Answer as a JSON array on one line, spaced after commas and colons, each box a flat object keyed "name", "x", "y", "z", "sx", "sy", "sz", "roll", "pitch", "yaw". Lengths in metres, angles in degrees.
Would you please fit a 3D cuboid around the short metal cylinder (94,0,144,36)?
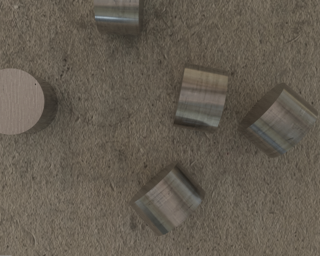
[{"name": "short metal cylinder", "x": -0.047, "y": -0.156, "z": 0.382, "sx": 0.050, "sy": 0.080, "sz": 0.080, "roll": 4, "pitch": 90, "yaw": 0}]

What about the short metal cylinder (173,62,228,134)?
[{"name": "short metal cylinder", "x": 0.048, "y": -0.037, "z": 0.383, "sx": 0.050, "sy": 0.080, "sz": 0.080, "roll": 11, "pitch": 90, "yaw": 0}]

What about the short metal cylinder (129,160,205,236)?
[{"name": "short metal cylinder", "x": 0.009, "y": 0.085, "z": 0.382, "sx": 0.080, "sy": 0.080, "sz": 0.050, "roll": -41, "pitch": 90, "yaw": 0}]

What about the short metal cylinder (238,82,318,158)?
[{"name": "short metal cylinder", "x": 0.143, "y": -0.010, "z": 0.383, "sx": 0.050, "sy": 0.080, "sz": 0.080, "roll": 41, "pitch": 90, "yaw": 0}]

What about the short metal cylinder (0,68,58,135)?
[{"name": "short metal cylinder", "x": -0.179, "y": -0.032, "z": 0.396, "sx": 0.081, "sy": 0.050, "sz": 0.080, "roll": 0, "pitch": 90, "yaw": 0}]
